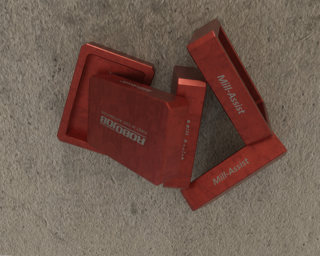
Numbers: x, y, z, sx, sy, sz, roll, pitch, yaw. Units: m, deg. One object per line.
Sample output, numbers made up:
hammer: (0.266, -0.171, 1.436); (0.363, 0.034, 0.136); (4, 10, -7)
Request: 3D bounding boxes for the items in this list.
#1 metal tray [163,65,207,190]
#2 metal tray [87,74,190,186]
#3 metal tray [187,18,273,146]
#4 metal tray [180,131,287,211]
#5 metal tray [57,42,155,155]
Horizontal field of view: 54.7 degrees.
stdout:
metal tray: (0.026, -0.003, 0.376); (0.030, 0.090, 0.129); (6, 111, -3)
metal tray: (-0.031, -0.004, 0.349); (0.130, 0.030, 0.089); (24, 116, 38)
metal tray: (0.082, -0.055, 0.355); (0.030, 0.090, 0.130); (-27, 109, 24)
metal tray: (0.097, 0.056, 0.398); (0.130, 0.090, 0.030); (-36, 71, 12)
metal tray: (-0.069, -0.033, 0.395); (0.091, 0.030, 0.129); (19, 109, -7)
